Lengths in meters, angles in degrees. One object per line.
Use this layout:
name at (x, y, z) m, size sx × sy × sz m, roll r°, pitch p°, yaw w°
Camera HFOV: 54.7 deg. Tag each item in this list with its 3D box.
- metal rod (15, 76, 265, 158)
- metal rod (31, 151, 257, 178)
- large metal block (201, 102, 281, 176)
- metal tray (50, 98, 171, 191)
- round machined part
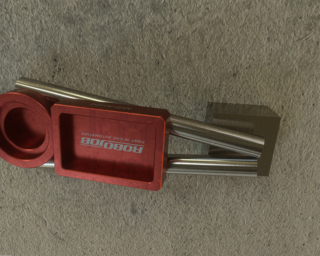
metal rod at (-0.030, -0.015, 0.370) m, size 0.301 × 0.025 × 0.025 m, roll 15°, pitch 110°, yaw 8°
metal rod at (-0.035, 0.044, 0.392) m, size 0.301 × 0.025 × 0.025 m, roll 1°, pitch 111°, yaw 13°
large metal block at (0.101, 0.013, 0.402) m, size 0.081 × 0.050 × 0.079 m, roll 4°, pitch 110°, yaw -2°
metal tray at (-0.057, 0.018, 0.359) m, size 0.131 × 0.030 × 0.089 m, roll 7°, pitch 110°, yaw 10°
round machined part at (-0.166, -0.002, 0.393) m, size 0.098 × 0.042 × 0.097 m, roll 3°, pitch 110°, yaw 9°
